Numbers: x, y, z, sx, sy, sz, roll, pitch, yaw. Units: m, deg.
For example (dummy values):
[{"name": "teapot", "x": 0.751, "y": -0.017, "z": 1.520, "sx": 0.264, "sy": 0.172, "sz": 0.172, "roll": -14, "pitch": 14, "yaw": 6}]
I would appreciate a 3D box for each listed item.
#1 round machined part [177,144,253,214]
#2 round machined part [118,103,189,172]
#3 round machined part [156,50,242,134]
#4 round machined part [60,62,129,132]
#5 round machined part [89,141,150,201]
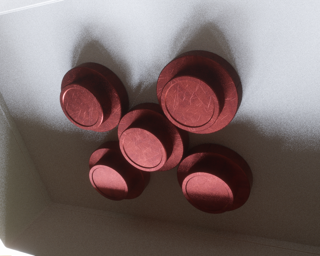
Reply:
[{"name": "round machined part", "x": 0.067, "y": 0.072, "z": 0.404, "sx": 0.098, "sy": 0.042, "sz": 0.097, "roll": 13, "pitch": 124, "yaw": 20}, {"name": "round machined part", "x": -0.014, "y": 0.019, "z": 0.413, "sx": 0.098, "sy": 0.042, "sz": 0.097, "roll": 13, "pitch": 124, "yaw": 20}, {"name": "round machined part", "x": 0.040, "y": -0.035, "z": 0.352, "sx": 0.098, "sy": 0.042, "sz": 0.097, "roll": 13, "pitch": 124, "yaw": 20}, {"name": "round machined part", "x": -0.096, "y": -0.036, "z": 0.422, "sx": 0.098, "sy": 0.042, "sz": 0.097, "roll": 13, "pitch": 124, "yaw": 20}, {"name": "round machined part", "x": -0.068, "y": 0.072, "z": 0.475, "sx": 0.098, "sy": 0.042, "sz": 0.097, "roll": 13, "pitch": 124, "yaw": 20}]
